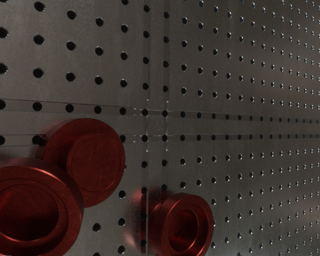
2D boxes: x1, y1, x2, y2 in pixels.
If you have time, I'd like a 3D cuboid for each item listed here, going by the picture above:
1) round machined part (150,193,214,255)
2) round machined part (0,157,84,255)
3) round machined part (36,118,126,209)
[{"bbox_3d":[0.025,0.137,0.422,0.099,0.042,0.097,0,90,-40],"label":"round machined part"},{"bbox_3d":[-0.119,0.072,0.280,0.099,0.042,0.097,-2,105,-6],"label":"round machined part"},{"bbox_3d":[-0.078,0.038,0.334,0.099,0.042,0.097,0,90,-40],"label":"round machined part"}]
